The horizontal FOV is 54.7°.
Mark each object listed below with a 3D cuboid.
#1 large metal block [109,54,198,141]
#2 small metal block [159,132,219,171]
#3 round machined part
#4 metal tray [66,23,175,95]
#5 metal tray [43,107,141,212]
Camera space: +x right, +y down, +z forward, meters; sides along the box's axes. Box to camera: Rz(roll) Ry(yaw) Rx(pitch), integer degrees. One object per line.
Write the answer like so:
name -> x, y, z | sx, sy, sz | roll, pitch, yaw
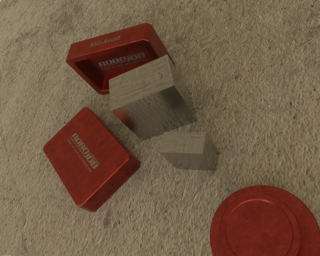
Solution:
large metal block -> -0.008, -0.035, 0.393 | 0.080, 0.080, 0.050 | -21, 54, 16
small metal block -> 0.034, 0.027, 0.352 | 0.050, 0.050, 0.025 | -1, 62, 27
round machined part -> 0.093, 0.099, 0.283 | 0.098, 0.042, 0.098 | -13, 56, 20
metal tray -> -0.055, -0.094, 0.446 | 0.130, 0.090, 0.030 | -7, 59, 24
metal tray -> -0.098, 0.038, 0.427 | 0.090, 0.030, 0.130 | -45, 51, -4
